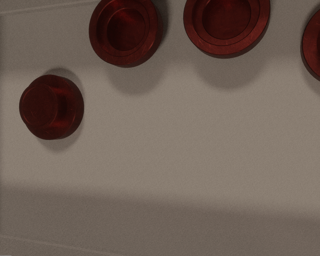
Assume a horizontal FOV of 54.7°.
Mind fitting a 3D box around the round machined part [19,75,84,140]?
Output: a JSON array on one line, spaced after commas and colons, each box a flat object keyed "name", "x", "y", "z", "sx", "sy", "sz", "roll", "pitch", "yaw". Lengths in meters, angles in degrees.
[{"name": "round machined part", "x": -0.167, "y": -0.031, "z": 0.459, "sx": 0.098, "sy": 0.042, "sz": 0.097, "roll": 0, "pitch": 90, "yaw": 19}]

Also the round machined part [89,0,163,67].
[{"name": "round machined part", "x": -0.042, "y": -0.129, "z": 0.415, "sx": 0.098, "sy": 0.042, "sz": 0.097, "roll": 0, "pitch": 90, "yaw": 19}]

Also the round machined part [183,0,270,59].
[{"name": "round machined part", "x": 0.081, "y": -0.132, "z": 0.373, "sx": 0.098, "sy": 0.042, "sz": 0.097, "roll": 0, "pitch": 90, "yaw": 19}]

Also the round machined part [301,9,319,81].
[{"name": "round machined part", "x": 0.205, "y": -0.093, "z": 0.330, "sx": 0.098, "sy": 0.042, "sz": 0.097, "roll": 0, "pitch": 90, "yaw": 19}]
